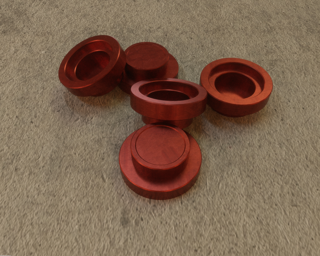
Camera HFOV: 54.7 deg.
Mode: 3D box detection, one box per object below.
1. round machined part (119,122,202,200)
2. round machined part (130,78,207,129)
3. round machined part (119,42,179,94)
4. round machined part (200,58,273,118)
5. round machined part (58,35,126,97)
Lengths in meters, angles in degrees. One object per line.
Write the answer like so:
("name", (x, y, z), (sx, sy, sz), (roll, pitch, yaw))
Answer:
("round machined part", (0.001, 0.031, 0.367), (0.099, 0.042, 0.098), (0, 50, 0))
("round machined part", (0.011, -0.030, 0.406), (0.099, 0.042, 0.098), (2, 27, -1))
("round machined part", (-0.021, -0.095, 0.472), (0.099, 0.042, 0.098), (0, 50, 0))
("round machined part", (0.105, -0.053, 0.439), (0.099, 0.042, 0.098), (0, 50, 0))
("round machined part", (-0.093, -0.085, 0.450), (0.098, 0.042, 0.098), (-11, 56, 17))
